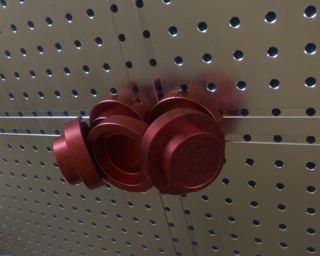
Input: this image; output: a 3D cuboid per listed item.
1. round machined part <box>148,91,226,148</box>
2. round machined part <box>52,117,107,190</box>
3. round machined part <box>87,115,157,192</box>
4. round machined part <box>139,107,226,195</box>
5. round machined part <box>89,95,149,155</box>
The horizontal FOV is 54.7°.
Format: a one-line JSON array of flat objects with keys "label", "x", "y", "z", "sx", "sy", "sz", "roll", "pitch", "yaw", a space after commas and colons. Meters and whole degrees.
[{"label": "round machined part", "x": 0.029, "y": 0.006, "z": 0.387, "sx": 0.098, "sy": 0.042, "sz": 0.097, "roll": 13, "pitch": 124, "yaw": 20}, {"label": "round machined part", "x": -0.108, "y": 0.037, "z": 0.412, "sx": 0.042, "sy": 0.098, "sz": 0.097, "roll": -21, "pitch": 112, "yaw": -4}, {"label": "round machined part", "x": -0.037, "y": 0.027, "z": 0.379, "sx": 0.098, "sy": 0.042, "sz": 0.097, "roll": 13, "pitch": 124, "yaw": 20}, {"label": "round machined part", "x": 0.031, "y": 0.030, "z": 0.336, "sx": 0.042, "sy": 0.099, "sz": 0.097, "roll": 37, "pitch": 145, "yaw": 59}, {"label": "round machined part", "x": -0.058, "y": 0.006, "z": 0.432, "sx": 0.098, "sy": 0.042, "sz": 0.097, "roll": 13, "pitch": 124, "yaw": 20}]
